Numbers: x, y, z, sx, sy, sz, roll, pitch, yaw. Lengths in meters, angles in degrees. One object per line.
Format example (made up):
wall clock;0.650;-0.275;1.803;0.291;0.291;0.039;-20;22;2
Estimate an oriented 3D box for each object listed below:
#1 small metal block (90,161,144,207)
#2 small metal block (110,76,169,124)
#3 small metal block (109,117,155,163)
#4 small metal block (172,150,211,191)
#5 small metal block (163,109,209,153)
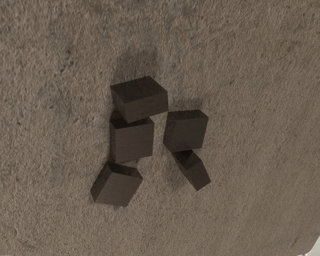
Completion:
small metal block;-0.059;0.078;0.424;0.050;0.025;0.050;20;108;-36
small metal block;-0.024;-0.034;0.357;0.050;0.050;0.025;-18;126;-18
small metal block;-0.036;0.013;0.397;0.050;0.025;0.050;-10;123;-24
small metal block;0.044;0.056;0.451;0.025;0.050;0.050;-33;129;-7
small metal block;0.035;0.004;0.430;0.050;0.025;0.050;-6;121;-26
